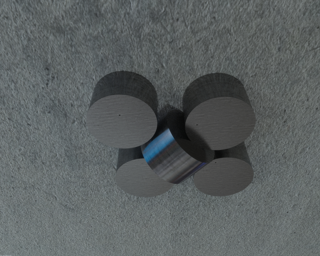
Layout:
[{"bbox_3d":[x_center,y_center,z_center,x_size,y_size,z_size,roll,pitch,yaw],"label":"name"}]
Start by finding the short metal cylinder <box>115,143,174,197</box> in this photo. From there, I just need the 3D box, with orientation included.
[{"bbox_3d":[-0.020,0.053,0.435,0.081,0.050,0.079,0,130,0],"label":"short metal cylinder"}]

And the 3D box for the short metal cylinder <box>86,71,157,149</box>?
[{"bbox_3d":[-0.043,-0.021,0.372,0.081,0.050,0.079,0,130,0],"label":"short metal cylinder"}]

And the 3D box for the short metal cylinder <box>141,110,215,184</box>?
[{"bbox_3d":[0.023,0.024,0.393,0.080,0.080,0.050,32,123,-25],"label":"short metal cylinder"}]

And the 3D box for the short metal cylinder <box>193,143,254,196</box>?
[{"bbox_3d":[0.085,0.051,0.436,0.081,0.050,0.079,0,130,0],"label":"short metal cylinder"}]

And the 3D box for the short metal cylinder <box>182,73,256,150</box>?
[{"bbox_3d":[0.069,-0.019,0.375,0.081,0.050,0.079,0,130,0],"label":"short metal cylinder"}]
